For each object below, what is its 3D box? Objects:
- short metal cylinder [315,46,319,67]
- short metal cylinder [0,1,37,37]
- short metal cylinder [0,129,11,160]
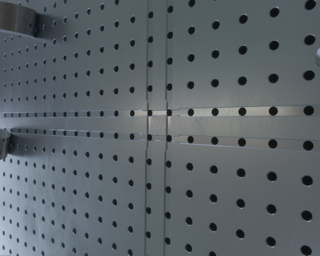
[{"bbox_3d":[0.169,-0.065,0.234,0.050,0.081,0.080,52,120,27],"label":"short metal cylinder"},{"bbox_3d":[-0.289,-0.213,0.612,0.080,0.081,0.050,16,101,39],"label":"short metal cylinder"},{"bbox_3d":[-0.379,0.034,0.687,0.080,0.081,0.050,25,106,37],"label":"short metal cylinder"}]
